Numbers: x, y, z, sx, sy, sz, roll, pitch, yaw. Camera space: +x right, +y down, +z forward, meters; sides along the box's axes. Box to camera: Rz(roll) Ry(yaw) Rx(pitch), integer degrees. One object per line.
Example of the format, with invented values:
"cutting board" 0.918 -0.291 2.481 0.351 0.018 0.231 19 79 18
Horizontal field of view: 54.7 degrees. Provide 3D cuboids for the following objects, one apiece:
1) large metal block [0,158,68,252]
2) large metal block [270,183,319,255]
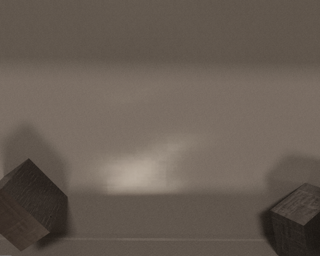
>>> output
"large metal block" -0.181 0.100 0.416 0.050 0.080 0.080 -35 107 12
"large metal block" 0.207 0.137 0.433 0.081 0.050 0.080 -26 112 -26
